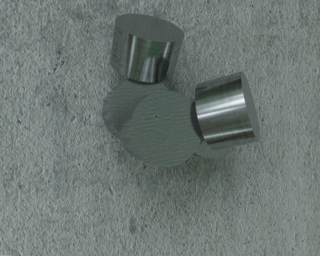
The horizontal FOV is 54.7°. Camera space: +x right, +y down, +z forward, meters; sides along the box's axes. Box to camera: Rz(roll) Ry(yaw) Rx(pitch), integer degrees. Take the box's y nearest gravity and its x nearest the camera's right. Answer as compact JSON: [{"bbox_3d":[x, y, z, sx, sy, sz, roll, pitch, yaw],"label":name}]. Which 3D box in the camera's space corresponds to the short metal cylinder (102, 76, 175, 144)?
[{"bbox_3d":[-0.028,-0.021,0.387,0.081,0.050,0.079,0,90,-21],"label":"short metal cylinder"}]

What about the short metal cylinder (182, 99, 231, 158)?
[{"bbox_3d":[0.057,-0.001,0.419,0.081,0.050,0.079,0,90,-21],"label":"short metal cylinder"}]

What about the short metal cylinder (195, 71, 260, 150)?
[{"bbox_3d":[0.078,-0.019,0.350,0.050,0.080,0.080,-13,97,23],"label":"short metal cylinder"}]

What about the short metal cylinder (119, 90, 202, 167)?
[{"bbox_3d":[-0.001,0.001,0.344,0.081,0.050,0.079,0,90,-21],"label":"short metal cylinder"}]

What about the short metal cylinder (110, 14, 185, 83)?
[{"bbox_3d":[-0.016,-0.096,0.369,0.081,0.080,0.050,0,129,-20],"label":"short metal cylinder"}]
